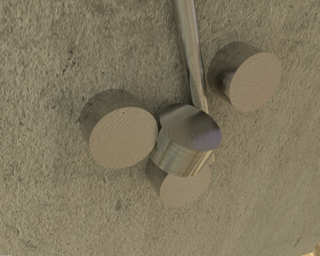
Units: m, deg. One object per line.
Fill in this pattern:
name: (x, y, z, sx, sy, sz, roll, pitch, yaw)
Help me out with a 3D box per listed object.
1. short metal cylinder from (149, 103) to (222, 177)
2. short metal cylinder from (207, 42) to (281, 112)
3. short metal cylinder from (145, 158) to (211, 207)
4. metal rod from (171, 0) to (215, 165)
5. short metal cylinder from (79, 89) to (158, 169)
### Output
short metal cylinder: (0.030, 0.014, 0.389, 0.081, 0.080, 0.050, -2, 137, -28)
short metal cylinder: (0.110, -0.068, 0.409, 0.081, 0.050, 0.079, -14, 124, -21)
short metal cylinder: (0.026, 0.066, 0.446, 0.081, 0.050, 0.079, -14, 124, -21)
metal rod: (0.043, -0.068, 0.387, 0.025, 0.025, 0.298, -25, 128, -13)
short metal cylinder: (-0.049, 0.001, 0.364, 0.081, 0.050, 0.079, -14, 124, -21)
